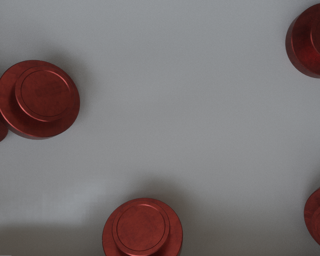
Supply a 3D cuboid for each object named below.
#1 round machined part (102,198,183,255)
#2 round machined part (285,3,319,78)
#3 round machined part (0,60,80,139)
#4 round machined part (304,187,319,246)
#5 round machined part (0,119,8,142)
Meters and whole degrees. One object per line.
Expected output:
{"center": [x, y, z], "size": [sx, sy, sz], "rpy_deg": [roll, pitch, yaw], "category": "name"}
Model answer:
{"center": [-0.021, 0.128, 0.376], "size": [0.099, 0.042, 0.098], "rpy_deg": [-1, 49, 2], "category": "round machined part"}
{"center": [0.221, -0.116, 0.404], "size": [0.099, 0.042, 0.097], "rpy_deg": [0, 90, 0], "category": "round machined part"}
{"center": [-0.144, -0.037, 0.377], "size": [0.099, 0.042, 0.098], "rpy_deg": [10, 74, -35], "category": "round machined part"}
{"center": [0.226, 0.116, 0.377], "size": [0.098, 0.042, 0.097], "rpy_deg": [11, 107, 41], "category": "round machined part"}
{"center": [-0.240, -0.017, 0.382], "size": [0.099, 0.098, 0.042], "rpy_deg": [-13, 57, 0], "category": "round machined part"}
